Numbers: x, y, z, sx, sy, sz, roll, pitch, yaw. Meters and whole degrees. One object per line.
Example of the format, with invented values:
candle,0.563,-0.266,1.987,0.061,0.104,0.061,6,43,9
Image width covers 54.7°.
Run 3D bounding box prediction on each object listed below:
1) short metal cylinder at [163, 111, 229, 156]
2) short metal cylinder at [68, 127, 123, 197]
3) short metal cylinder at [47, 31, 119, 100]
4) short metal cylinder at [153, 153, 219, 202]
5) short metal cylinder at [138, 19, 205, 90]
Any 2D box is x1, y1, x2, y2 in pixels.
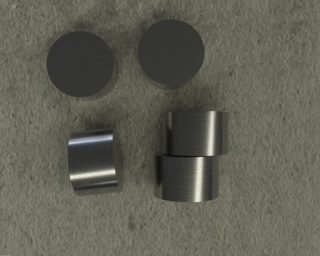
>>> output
short metal cylinder,0.044,0.006,0.383,0.081,0.080,0.050,0,90,-1
short metal cylinder,-0.076,0.041,0.382,0.050,0.080,0.079,-7,90,0
short metal cylinder,-0.096,-0.077,0.396,0.081,0.050,0.079,0,90,-1
short metal cylinder,0.032,0.057,0.383,0.081,0.080,0.050,0,90,-1
short metal cylinder,0.013,-0.091,0.398,0.081,0.050,0.079,0,90,-1
